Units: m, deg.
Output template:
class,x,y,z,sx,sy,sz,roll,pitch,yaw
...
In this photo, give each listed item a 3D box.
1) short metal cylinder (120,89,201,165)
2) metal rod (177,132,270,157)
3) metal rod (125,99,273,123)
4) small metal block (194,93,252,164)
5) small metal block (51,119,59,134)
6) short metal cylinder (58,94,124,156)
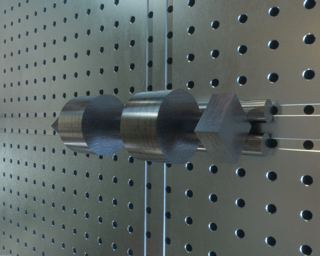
class,x,y,z,sx,sy,sz,roll,pitch,yaw
short metal cylinder,0.003,-0.002,0.342,0.050,0.081,0.079,1,91,40
metal rod,-0.006,0.014,0.415,0.300,0.025,0.025,1,91,40
metal rod,-0.004,-0.020,0.413,0.300,0.025,0.025,1,91,40
small metal block,0.065,0.001,0.310,0.025,0.050,0.050,1,50,40
small metal block,-0.125,-0.004,0.467,0.025,0.050,0.050,1,49,40
short metal cylinder,-0.087,-0.004,0.417,0.050,0.081,0.079,1,91,40
